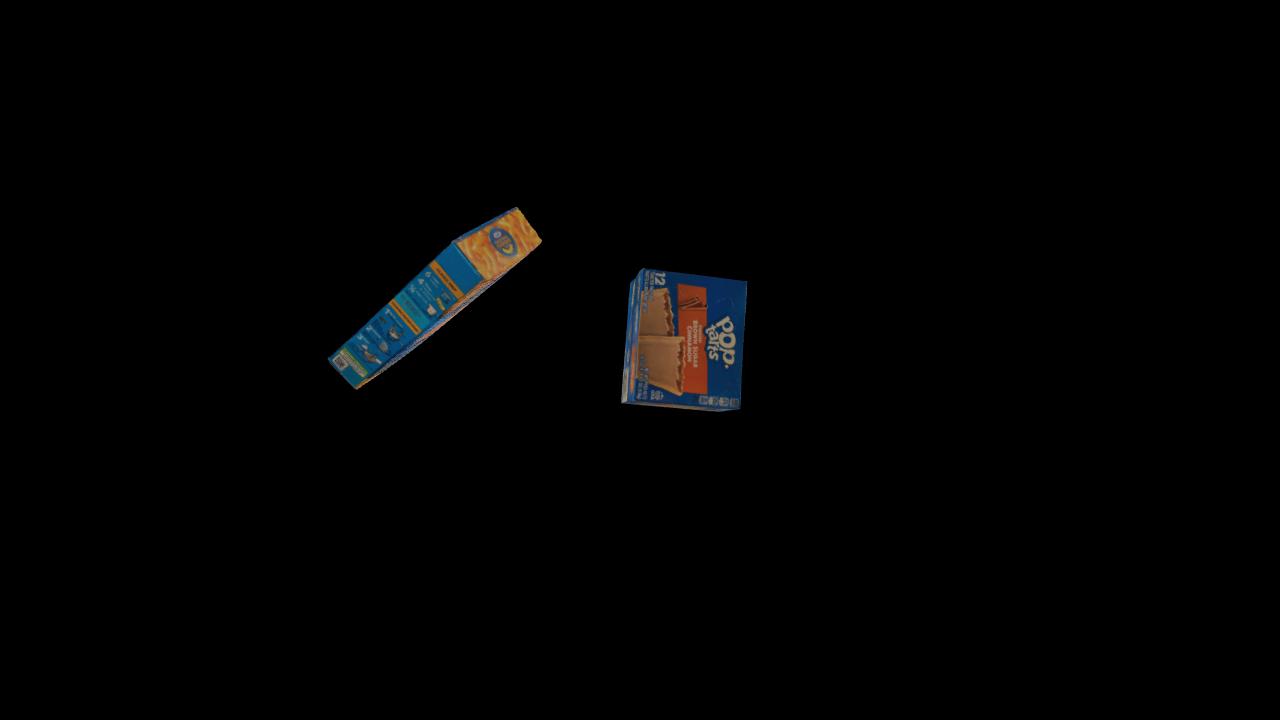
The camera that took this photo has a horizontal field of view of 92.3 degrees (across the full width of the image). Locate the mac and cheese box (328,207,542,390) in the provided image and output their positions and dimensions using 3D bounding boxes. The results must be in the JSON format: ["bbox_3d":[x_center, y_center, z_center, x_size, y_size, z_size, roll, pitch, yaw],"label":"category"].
[{"bbox_3d":[-0.170,-0.049,0.505,0.184,0.041,0.093,-30,13,32],"label":"mac and cheese box"}]

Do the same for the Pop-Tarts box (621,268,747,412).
[{"bbox_3d":[0.056,-0.022,0.798,0.141,0.167,0.083,6,-6,-13],"label":"Pop-Tarts box"}]
